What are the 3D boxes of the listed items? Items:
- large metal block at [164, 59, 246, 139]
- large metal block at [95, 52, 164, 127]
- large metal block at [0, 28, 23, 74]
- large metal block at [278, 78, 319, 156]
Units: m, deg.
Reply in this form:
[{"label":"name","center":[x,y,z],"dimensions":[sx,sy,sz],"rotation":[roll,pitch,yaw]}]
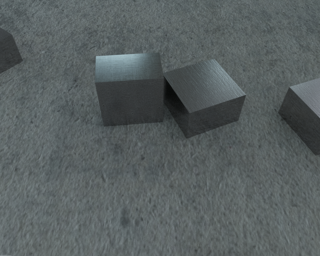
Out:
[{"label":"large metal block","center":[0.056,-0.042,0.423],"dimensions":[0.081,0.050,0.080],"rotation":[-18,53,-15]},{"label":"large metal block","center":[-0.038,-0.049,0.409],"dimensions":[0.081,0.080,0.050],"rotation":[-5,50,-4]},{"label":"large metal block","center":[-0.282,-0.122,0.486],"dimensions":[0.080,0.050,0.080],"rotation":[32,57,24]},{"label":"large metal block","center":[0.220,-0.020,0.407],"dimensions":[0.081,0.050,0.080],"rotation":[-17,52,-14]}]
